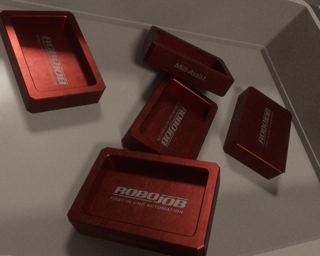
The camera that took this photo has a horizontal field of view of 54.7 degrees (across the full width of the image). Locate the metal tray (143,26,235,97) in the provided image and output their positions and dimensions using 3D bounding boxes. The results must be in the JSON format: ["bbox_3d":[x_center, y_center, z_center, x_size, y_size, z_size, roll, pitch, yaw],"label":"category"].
[{"bbox_3d":[0.041,-0.102,0.465,0.131,0.030,0.090,22,29,-16],"label":"metal tray"}]

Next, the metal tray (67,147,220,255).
[{"bbox_3d":[-0.012,0.070,0.308,0.130,0.030,0.090,7,48,16],"label":"metal tray"}]

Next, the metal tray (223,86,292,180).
[{"bbox_3d":[0.157,0.004,0.487,0.090,0.030,0.130,32,51,-8],"label":"metal tray"}]

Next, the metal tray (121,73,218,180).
[{"bbox_3d":[0.018,-0.007,0.418,0.090,0.030,0.130,34,51,-6],"label":"metal tray"}]

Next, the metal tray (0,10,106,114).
[{"bbox_3d":[-0.134,-0.086,0.383,0.091,0.030,0.130,-14,69,-34],"label":"metal tray"}]
